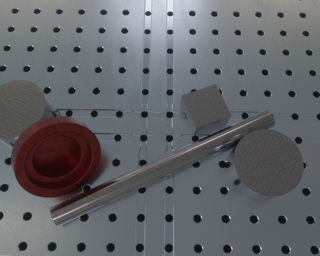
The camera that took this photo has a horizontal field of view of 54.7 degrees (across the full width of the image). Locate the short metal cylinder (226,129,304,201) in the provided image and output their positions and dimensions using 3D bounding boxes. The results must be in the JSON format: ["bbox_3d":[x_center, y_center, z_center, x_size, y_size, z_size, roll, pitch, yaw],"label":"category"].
[{"bbox_3d":[0.126,0.047,0.382,0.081,0.050,0.080,0,70,0],"label":"short metal cylinder"}]

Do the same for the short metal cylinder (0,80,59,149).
[{"bbox_3d":[-0.178,-0.014,0.399,0.080,0.050,0.080,-1,67,2],"label":"short metal cylinder"}]

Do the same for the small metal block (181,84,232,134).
[{"bbox_3d":[0.061,-0.026,0.422,0.050,0.025,0.050,-19,71,-7],"label":"small metal block"}]

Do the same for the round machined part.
[{"bbox_3d":[-0.125,0.030,0.371,0.098,0.098,0.042,-39,40,-13],"label":"round machined part"}]

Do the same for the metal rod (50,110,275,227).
[{"bbox_3d":[0.010,0.047,0.394,0.302,0.025,0.025,-24,72,-9],"label":"metal rod"}]
